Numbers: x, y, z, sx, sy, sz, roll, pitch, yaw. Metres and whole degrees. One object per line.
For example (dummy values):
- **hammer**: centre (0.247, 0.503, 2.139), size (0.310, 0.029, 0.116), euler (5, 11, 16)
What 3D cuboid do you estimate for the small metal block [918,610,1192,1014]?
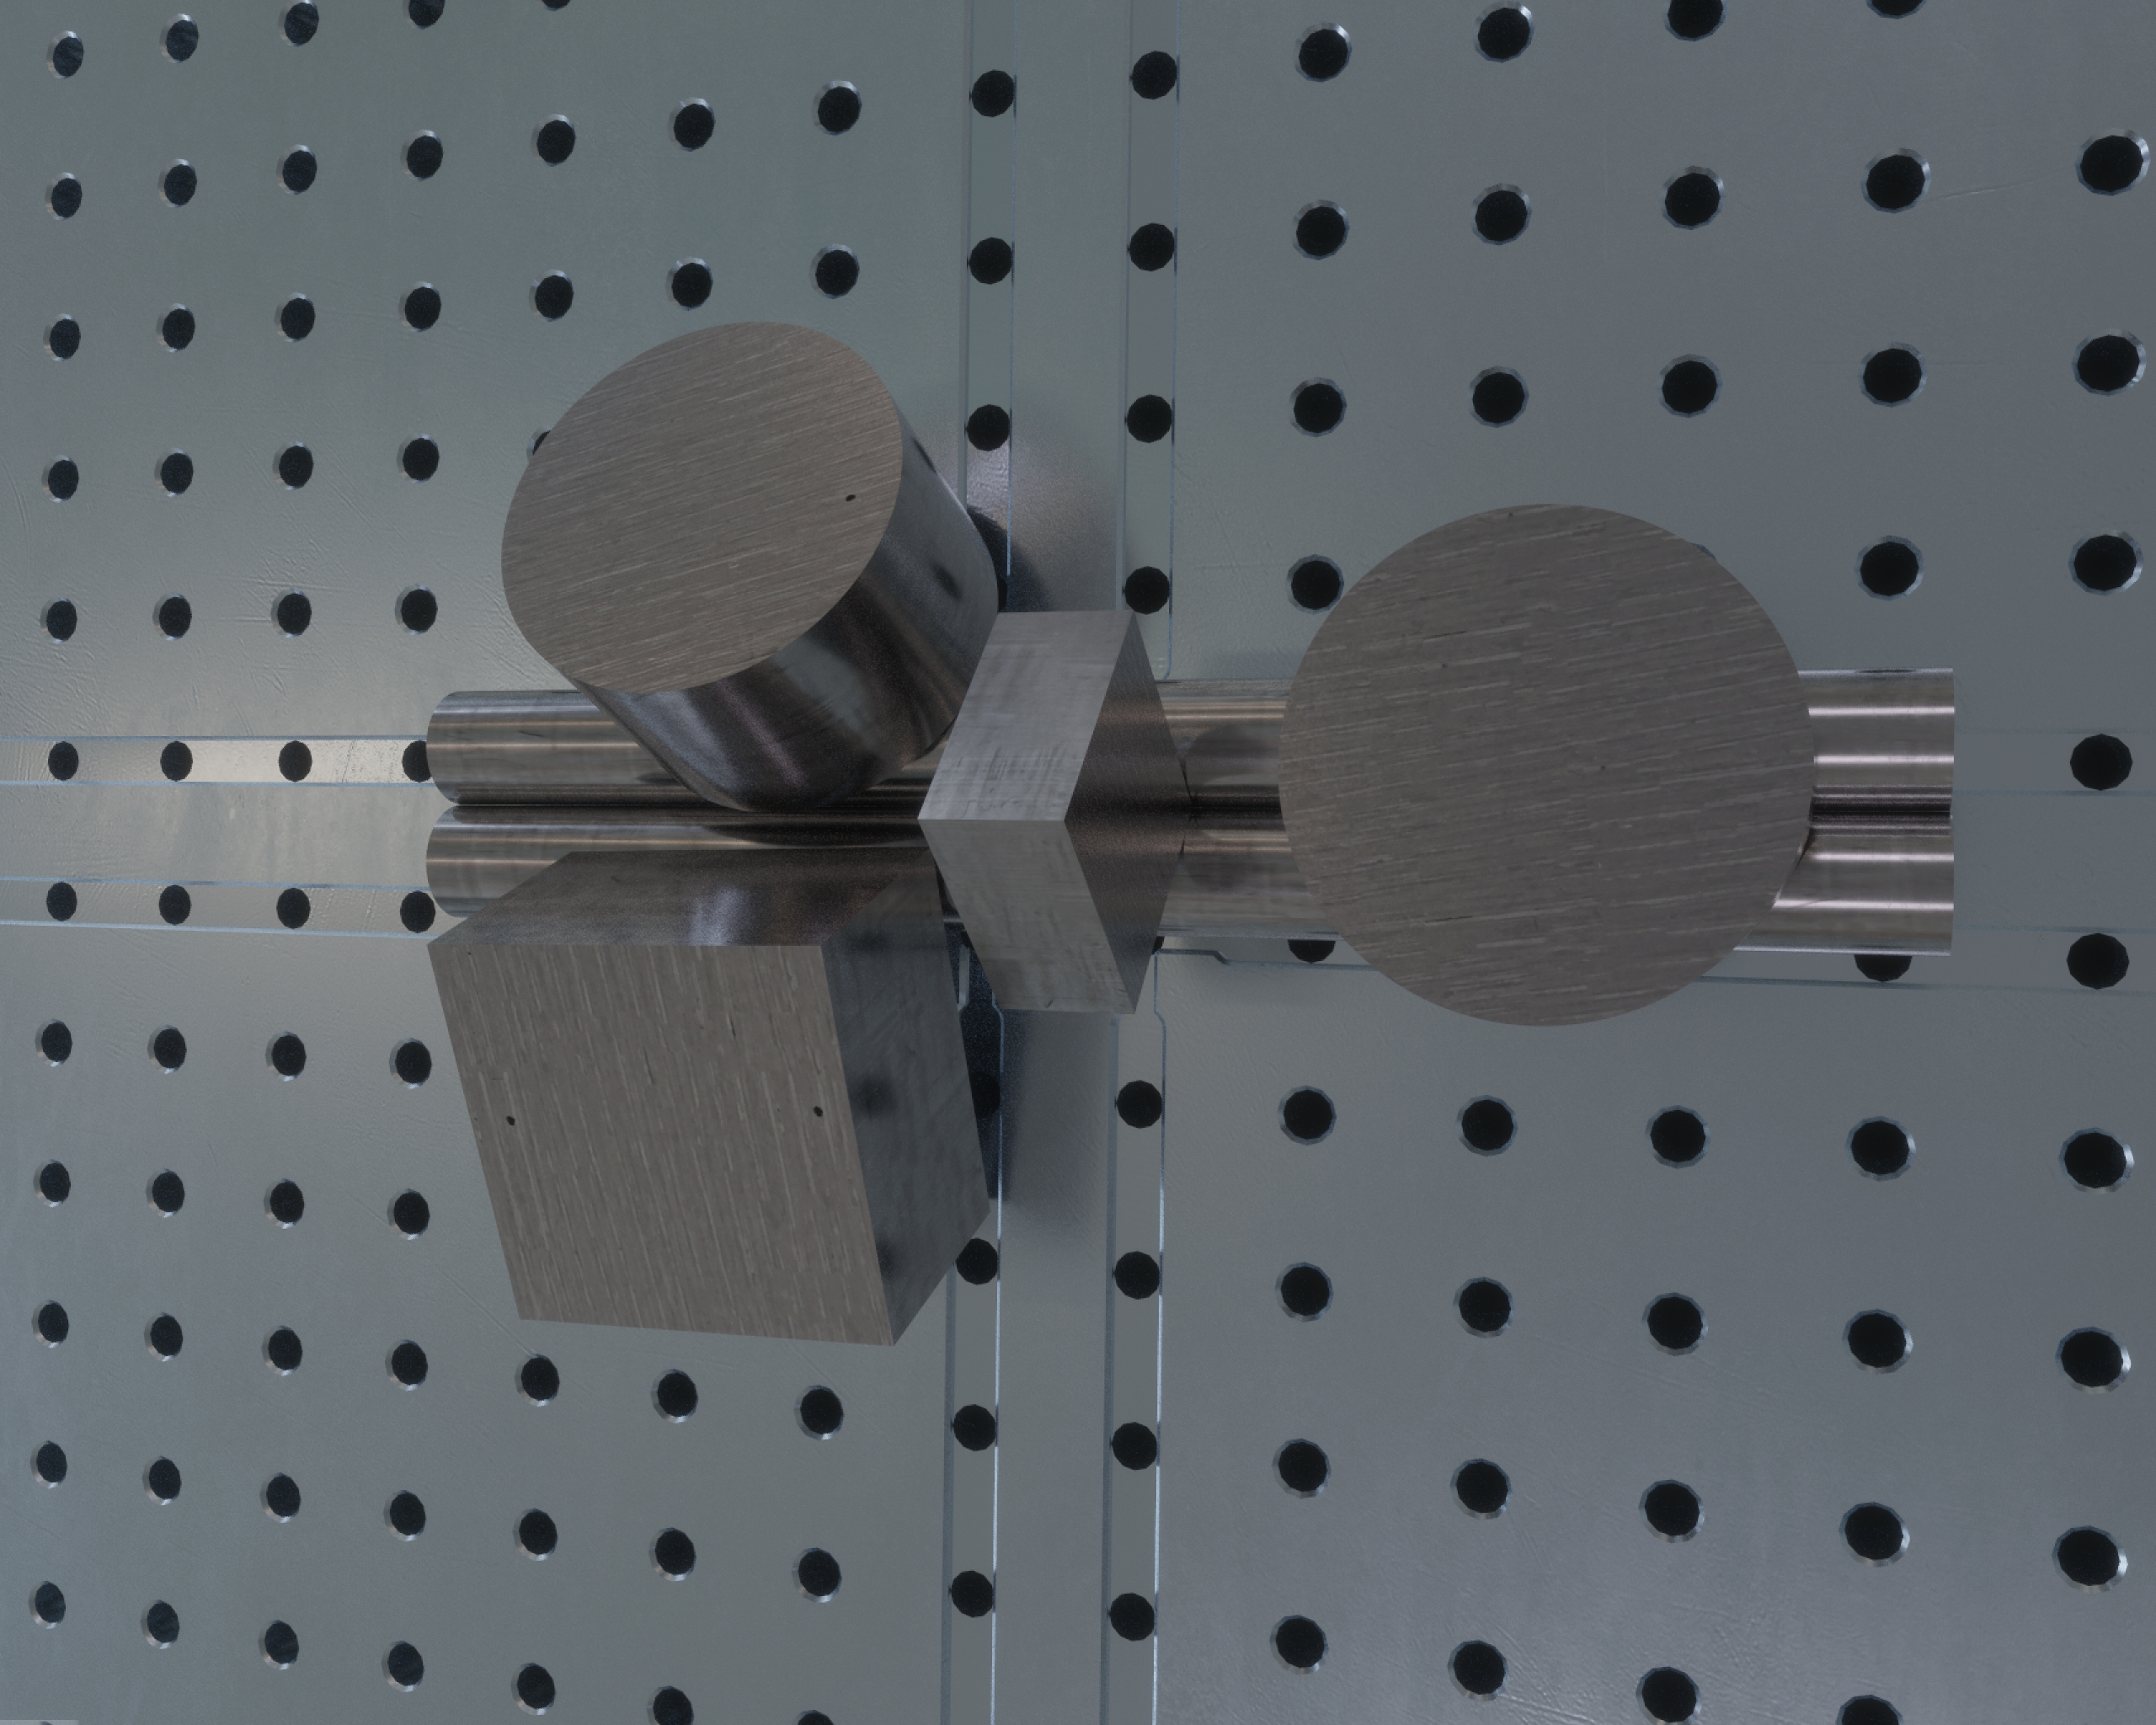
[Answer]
- **small metal block**: centre (-0.002, -0.009, 0.366), size (0.025, 0.050, 0.050), euler (1, 48, 20)

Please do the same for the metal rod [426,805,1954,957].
- **metal rod**: centre (0.007, 0.002, 0.406), size (0.301, 0.025, 0.025), euler (1, 90, 19)

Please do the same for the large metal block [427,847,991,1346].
- **large metal block**: centre (-0.069, 0.043, 0.405), size (0.080, 0.050, 0.079), euler (-1, 110, 20)

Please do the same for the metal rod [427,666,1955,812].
- **metal rod**: centre (0.007, -0.023, 0.406), size (0.301, 0.025, 0.025), euler (1, 90, 19)

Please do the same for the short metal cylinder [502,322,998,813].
- **short metal cylinder**: centre (-0.062, -0.056, 0.402), size (0.080, 0.050, 0.080), euler (-7, 64, 16)

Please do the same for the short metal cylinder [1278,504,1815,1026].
- **short metal cylinder**: centre (0.078, -0.015, 0.341), size (0.080, 0.050, 0.079), euler (0, 90, 20)
